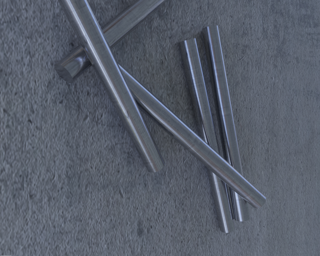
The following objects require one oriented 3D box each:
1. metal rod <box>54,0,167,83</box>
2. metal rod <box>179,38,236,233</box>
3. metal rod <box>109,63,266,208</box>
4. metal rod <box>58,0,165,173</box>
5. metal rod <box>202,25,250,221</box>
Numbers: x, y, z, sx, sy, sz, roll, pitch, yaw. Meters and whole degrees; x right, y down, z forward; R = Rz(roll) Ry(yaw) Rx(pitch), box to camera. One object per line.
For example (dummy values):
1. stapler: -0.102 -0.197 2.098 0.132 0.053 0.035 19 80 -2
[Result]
1. metal rod: -0.014 -0.158 0.391 0.301 0.025 0.025 -50 120 -28
2. metal rod: 0.073 0.019 0.465 0.025 0.025 0.298 -23 105 -38
3. metal rod: 0.044 0.020 0.412 0.300 0.025 0.025 41 65 -23
4. metal rod: -0.058 -0.068 0.324 0.025 0.025 0.299 -45 127 -31
5. metal rod: 0.102 -0.005 0.477 0.025 0.025 0.298 -14 95 -39
